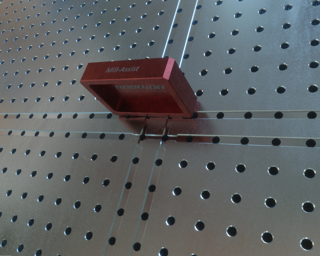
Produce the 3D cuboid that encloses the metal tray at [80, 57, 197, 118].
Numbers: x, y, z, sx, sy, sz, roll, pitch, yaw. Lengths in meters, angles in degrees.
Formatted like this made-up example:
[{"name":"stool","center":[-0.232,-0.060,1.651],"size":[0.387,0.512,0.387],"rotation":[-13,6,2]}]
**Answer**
[{"name":"metal tray","center":[-0.027,-0.050,0.409],"size":[0.130,0.090,0.030],"rotation":[3,64,29]}]
